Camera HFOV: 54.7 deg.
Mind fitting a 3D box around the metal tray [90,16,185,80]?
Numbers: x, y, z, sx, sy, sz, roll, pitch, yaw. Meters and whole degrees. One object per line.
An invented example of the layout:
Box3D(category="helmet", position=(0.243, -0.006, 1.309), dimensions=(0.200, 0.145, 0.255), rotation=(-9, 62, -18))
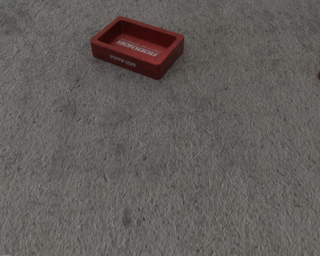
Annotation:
Box3D(category="metal tray", position=(-0.037, -0.136, 0.513), dimensions=(0.130, 0.030, 0.090), rotation=(23, 54, 18))

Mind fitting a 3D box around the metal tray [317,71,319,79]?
Box3D(category="metal tray", position=(0.323, -0.098, 0.483), dimensions=(0.131, 0.030, 0.090), rotation=(-36, 59, -26))
